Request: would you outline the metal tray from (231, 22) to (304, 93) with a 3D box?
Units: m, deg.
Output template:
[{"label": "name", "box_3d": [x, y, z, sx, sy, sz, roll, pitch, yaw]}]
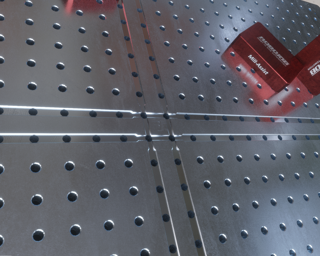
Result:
[{"label": "metal tray", "box_3d": [0.210, -0.140, 0.602, 0.130, 0.030, 0.091, 47, 51, 5]}]

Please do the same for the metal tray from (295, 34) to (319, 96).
[{"label": "metal tray", "box_3d": [0.325, -0.134, 0.596, 0.030, 0.129, 0.090, -30, 79, -37]}]
